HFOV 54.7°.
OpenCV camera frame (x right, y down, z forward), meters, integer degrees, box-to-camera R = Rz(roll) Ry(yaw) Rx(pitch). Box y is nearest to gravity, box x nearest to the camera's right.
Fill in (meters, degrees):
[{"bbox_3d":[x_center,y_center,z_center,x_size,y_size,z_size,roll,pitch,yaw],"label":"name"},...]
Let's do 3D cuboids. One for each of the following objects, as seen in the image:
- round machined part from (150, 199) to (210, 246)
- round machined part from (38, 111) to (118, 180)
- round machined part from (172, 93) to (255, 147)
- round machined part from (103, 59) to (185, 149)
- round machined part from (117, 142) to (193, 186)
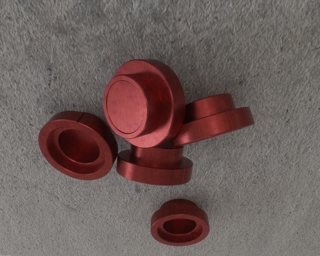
[{"bbox_3d":[0.033,0.159,0.531,0.099,0.042,0.097,0,130,0],"label":"round machined part"},{"bbox_3d":[-0.101,0.018,0.401,0.098,0.042,0.097,7,127,10],"label":"round machined part"},{"bbox_3d":[0.057,-0.010,0.365,0.098,0.098,0.042,-17,85,14],"label":"round machined part"},{"bbox_3d":[-0.024,-0.025,0.337,0.042,0.098,0.097,-15,148,-48],"label":"round machined part"},{"bbox_3d":[-0.005,0.038,0.402,0.099,0.098,0.042,7,98,-6],"label":"round machined part"}]
